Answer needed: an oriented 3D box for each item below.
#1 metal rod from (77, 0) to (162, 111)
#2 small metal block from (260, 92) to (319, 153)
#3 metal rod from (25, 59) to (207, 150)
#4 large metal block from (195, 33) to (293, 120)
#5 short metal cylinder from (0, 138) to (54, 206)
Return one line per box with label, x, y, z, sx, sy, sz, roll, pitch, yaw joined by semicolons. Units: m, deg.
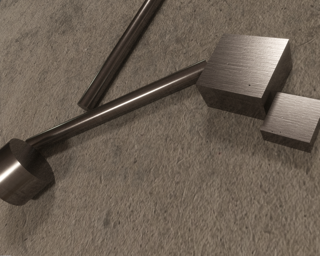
metal rod;-0.048;-0.157;0.523;0.025;0.025;0.300;18;71;34
small metal block;0.143;-0.007;0.333;0.050;0.025;0.050;18;71;34
metal rod;-0.069;-0.027;0.454;0.301;0.025;0.025;-22;54;14
large metal block;0.102;-0.063;0.372;0.080;0.050;0.080;18;71;34
short metal cylinder;-0.197;0.061;0.432;0.050;0.080;0.080;-41;51;0
